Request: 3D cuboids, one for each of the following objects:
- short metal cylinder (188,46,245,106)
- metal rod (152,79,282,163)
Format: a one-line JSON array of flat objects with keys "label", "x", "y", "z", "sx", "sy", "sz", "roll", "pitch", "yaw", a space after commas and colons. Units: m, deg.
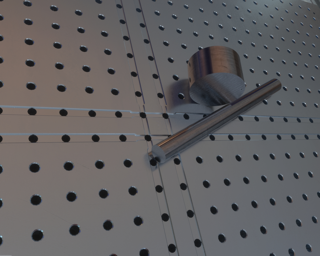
[{"label": "short metal cylinder", "x": 0.083, "y": -0.076, "z": 0.463, "sx": 0.081, "sy": 0.080, "sz": 0.050, "roll": 13, "pitch": 57, "yaw": -22}, {"label": "metal rod", "x": 0.105, "y": -0.023, "z": 0.478, "sx": 0.302, "sy": 0.025, "sz": 0.025, "roll": -28, "pitch": 77, "yaw": -37}]
